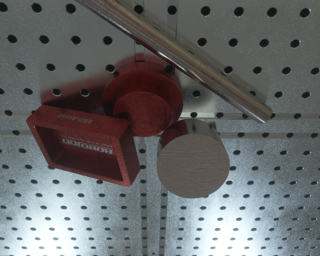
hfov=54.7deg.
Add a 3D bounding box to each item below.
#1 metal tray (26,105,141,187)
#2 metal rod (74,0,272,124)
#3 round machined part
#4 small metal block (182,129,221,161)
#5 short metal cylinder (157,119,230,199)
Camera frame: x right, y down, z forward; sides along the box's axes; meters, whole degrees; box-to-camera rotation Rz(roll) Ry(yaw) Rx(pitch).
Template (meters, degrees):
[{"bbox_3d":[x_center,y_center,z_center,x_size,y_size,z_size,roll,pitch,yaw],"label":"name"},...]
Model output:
[{"bbox_3d":[-0.095,0.023,0.394,0.130,0.030,0.089,10,134,20],"label":"metal tray"},{"bbox_3d":[0.013,-0.084,0.340,0.301,0.025,0.025,29,124,-23],"label":"metal rod"},{"bbox_3d":[-0.021,-0.027,0.377,0.099,0.042,0.097,0,130,0],"label":"round machined part"},{"bbox_3d":[0.054,0.023,0.412,0.050,0.050,0.025,-2,110,1],"label":"small metal block"},{"bbox_3d":[0.037,0.035,0.363,0.081,0.050,0.079,0,110,0],"label":"short metal cylinder"}]
